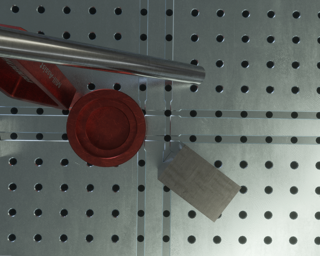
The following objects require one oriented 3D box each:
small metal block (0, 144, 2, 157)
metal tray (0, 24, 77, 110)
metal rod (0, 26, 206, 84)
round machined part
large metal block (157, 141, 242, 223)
[{"bbox_3d":[-0.232,0.017,0.398,0.025,0.050,0.050,-9,90,0],"label":"small metal block"},{"bbox_3d":[-0.163,-0.066,0.349,0.090,0.130,0.030,12,72,12],"label":"metal tray"},{"bbox_3d":[-0.062,-0.072,0.318,0.302,0.025,0.025,0,90,-41],"label":"metal rod"},{"bbox_3d":[-0.067,0.000,0.404,0.099,0.042,0.097,0,90,-1],"label":"round machined part"},{"bbox_3d":[0.044,0.062,0.387,0.080,0.080,0.050,38,90,-1],"label":"large metal block"}]
